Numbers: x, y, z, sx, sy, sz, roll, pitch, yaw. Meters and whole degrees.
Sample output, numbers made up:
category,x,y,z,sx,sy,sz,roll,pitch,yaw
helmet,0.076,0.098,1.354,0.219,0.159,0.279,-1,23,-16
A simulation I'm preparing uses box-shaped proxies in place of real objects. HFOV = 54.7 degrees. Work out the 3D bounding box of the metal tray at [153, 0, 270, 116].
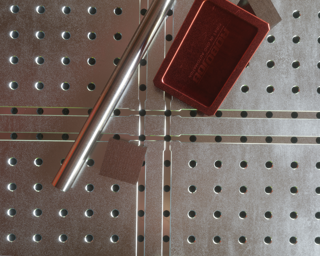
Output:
category,x,y,z,sx,sy,sz,roll,pitch,yaw
metal tray,0.060,-0.091,0.386,0.090,0.030,0.129,29,114,-1

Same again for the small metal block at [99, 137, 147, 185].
category,x,y,z,sx,sy,sz,roll,pitch,yaw
small metal block,-0.048,0.043,0.413,0.050,0.025,0.050,16,90,-1

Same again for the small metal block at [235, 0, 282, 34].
category,x,y,z,sx,sy,sz,roll,pitch,yaw
small metal block,0.125,-0.147,0.402,0.025,0.050,0.050,-30,90,-2

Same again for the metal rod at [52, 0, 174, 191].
category,x,y,z,sx,sy,sz,roll,pitch,yaw
metal rod,-0.060,-0.053,0.412,0.025,0.025,0.299,29,90,-1
